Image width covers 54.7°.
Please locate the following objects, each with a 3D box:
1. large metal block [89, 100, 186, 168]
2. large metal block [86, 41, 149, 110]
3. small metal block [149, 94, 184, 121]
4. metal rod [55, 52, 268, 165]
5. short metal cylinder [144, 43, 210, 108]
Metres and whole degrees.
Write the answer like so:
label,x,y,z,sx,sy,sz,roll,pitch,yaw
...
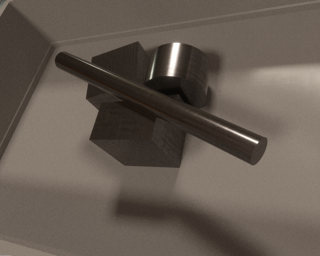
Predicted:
label,x,y,z,sx,sy,sz,roll,pitch,yaw
large metal block,-0.023,0.009,0.376,0.080,0.080,0.050,-2,61,27
large metal block,-0.058,-0.072,0.462,0.080,0.050,0.080,-13,56,20
small metal block,0.008,-0.017,0.395,0.050,0.050,0.025,-1,61,27
metal rod,-0.027,-0.037,0.338,0.300,0.025,0.025,28,77,37
short metal cylinder,0.022,-0.062,0.396,0.080,0.080,0.050,-3,61,26
